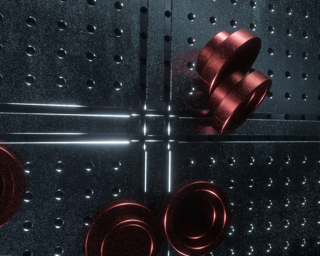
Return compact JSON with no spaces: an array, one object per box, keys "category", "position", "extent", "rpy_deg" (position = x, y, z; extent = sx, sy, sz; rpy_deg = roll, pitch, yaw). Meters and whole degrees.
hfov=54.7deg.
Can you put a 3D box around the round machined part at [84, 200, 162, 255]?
[{"category":"round machined part","position":[-0.043,0.144,0.389],"extent":[0.099,0.042,0.097],"rpy_deg":[0,90,-21]}]

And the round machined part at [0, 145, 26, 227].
[{"category":"round machined part","position":[-0.196,0.061,0.331],"extent":[0.099,0.042,0.097],"rpy_deg":[0,90,-21]}]

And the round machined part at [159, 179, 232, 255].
[{"category":"round machined part","position":[0.044,0.118,0.421],"extent":[0.099,0.042,0.097],"rpy_deg":[0,90,-21]}]

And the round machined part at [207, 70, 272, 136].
[{"category":"round machined part","position":[0.103,-0.039,0.424],"extent":[0.098,0.098,0.042],"rpy_deg":[-39,68,-16]}]

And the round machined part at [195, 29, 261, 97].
[{"category":"round machined part","position":[0.086,-0.090,0.417],"extent":[0.098,0.098,0.042],"rpy_deg":[-39,67,-16]}]
